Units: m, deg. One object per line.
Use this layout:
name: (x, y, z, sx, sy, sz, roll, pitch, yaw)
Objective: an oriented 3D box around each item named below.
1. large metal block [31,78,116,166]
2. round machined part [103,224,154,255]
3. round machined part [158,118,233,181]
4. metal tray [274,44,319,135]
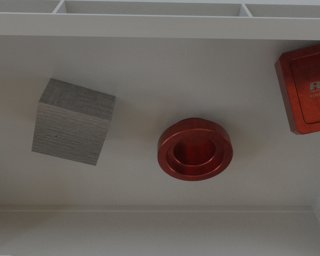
large metal block: (-0.107, -0.006, 0.386, 0.081, 0.050, 0.079, 15, 128, -13)
round machined part: (-0.061, 0.231, 0.597, 0.099, 0.042, 0.097, 0, 130, 0)
round machined part: (0.046, 0.025, 0.420, 0.099, 0.042, 0.097, -1, 130, 0)
metal tray: (0.201, -0.049, 0.331, 0.131, 0.030, 0.089, -13, 86, 10)
